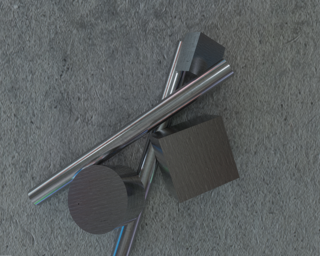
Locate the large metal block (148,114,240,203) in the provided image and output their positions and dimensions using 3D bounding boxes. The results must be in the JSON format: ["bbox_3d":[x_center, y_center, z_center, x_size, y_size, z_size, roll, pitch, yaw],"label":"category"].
[{"bbox_3d":[0.041,0.034,0.384,0.081,0.050,0.080,-20,99,-13],"label":"large metal block"}]

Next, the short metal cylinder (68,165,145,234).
[{"bbox_3d":[-0.065,0.086,0.385,0.080,0.050,0.080,-2,83,20],"label":"short metal cylinder"}]

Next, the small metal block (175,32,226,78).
[{"bbox_3d":[0.053,-0.089,0.399,0.050,0.025,0.050,17,90,-40],"label":"small metal block"}]

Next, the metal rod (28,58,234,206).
[{"bbox_3d":[-0.041,0.009,0.393,0.300,0.025,0.025,-34,90,6],"label":"metal rod"}]

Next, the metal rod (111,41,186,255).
[{"bbox_3d":[-0.010,0.033,0.410,0.025,0.025,0.298,17,90,0],"label":"metal rod"}]
